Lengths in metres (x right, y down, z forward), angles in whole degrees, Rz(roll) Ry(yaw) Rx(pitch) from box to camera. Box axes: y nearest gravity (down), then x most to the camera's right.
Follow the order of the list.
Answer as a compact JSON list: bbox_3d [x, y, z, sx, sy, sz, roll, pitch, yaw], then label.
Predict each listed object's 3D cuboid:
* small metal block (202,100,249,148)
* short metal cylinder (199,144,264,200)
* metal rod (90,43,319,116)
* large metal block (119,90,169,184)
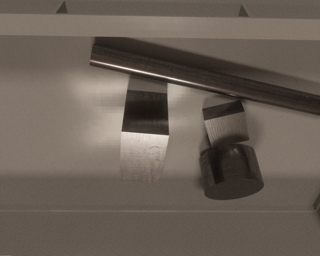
[{"bbox_3d":[0.087,-0.005,0.407,0.050,0.025,0.050,-13,129,10],"label":"small metal block"},{"bbox_3d":[0.099,0.064,0.434,0.081,0.050,0.080,-4,148,-2],"label":"short metal cylinder"},{"bbox_3d":[0.072,-0.052,0.365,0.302,0.025,0.025,11,129,-10],"label":"metal rod"},{"bbox_3d":[-0.020,0.010,0.381,0.050,0.080,0.079,5,130,-5],"label":"large metal block"}]
